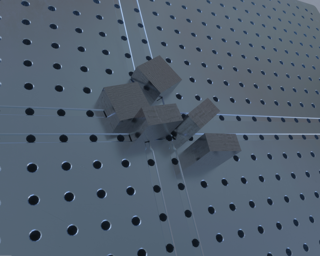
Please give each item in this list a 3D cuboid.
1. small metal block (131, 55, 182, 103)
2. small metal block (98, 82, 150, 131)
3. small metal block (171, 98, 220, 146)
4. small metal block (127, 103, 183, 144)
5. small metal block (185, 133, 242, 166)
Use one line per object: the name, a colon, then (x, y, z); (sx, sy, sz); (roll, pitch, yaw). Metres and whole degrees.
small metal block: (-0.005, -0.072, 0.451); (0.050, 0.025, 0.050); (49, 51, 6)
small metal block: (-0.044, -0.029, 0.403); (0.050, 0.025, 0.050); (-16, 70, -35)
small metal block: (0.048, -0.009, 0.425); (0.025, 0.050, 0.050); (48, 51, 5)
small metal block: (-0.007, -0.005, 0.393); (0.050, 0.050, 0.025); (-9, 67, -33)
small metal block: (0.070, 0.030, 0.414); (0.050, 0.050, 0.025); (2, 61, -28)
